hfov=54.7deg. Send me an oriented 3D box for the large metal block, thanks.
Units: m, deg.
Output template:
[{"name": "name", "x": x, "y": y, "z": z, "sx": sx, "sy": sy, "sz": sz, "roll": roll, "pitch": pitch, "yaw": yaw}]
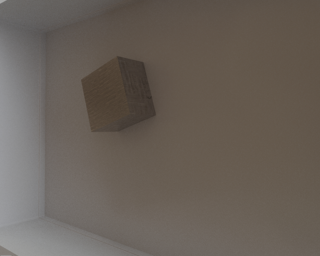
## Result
[{"name": "large metal block", "x": -0.060, "y": -0.044, "z": 0.438, "sx": 0.080, "sy": 0.050, "sz": 0.080, "roll": -22, "pitch": 76, "yaw": 37}]
